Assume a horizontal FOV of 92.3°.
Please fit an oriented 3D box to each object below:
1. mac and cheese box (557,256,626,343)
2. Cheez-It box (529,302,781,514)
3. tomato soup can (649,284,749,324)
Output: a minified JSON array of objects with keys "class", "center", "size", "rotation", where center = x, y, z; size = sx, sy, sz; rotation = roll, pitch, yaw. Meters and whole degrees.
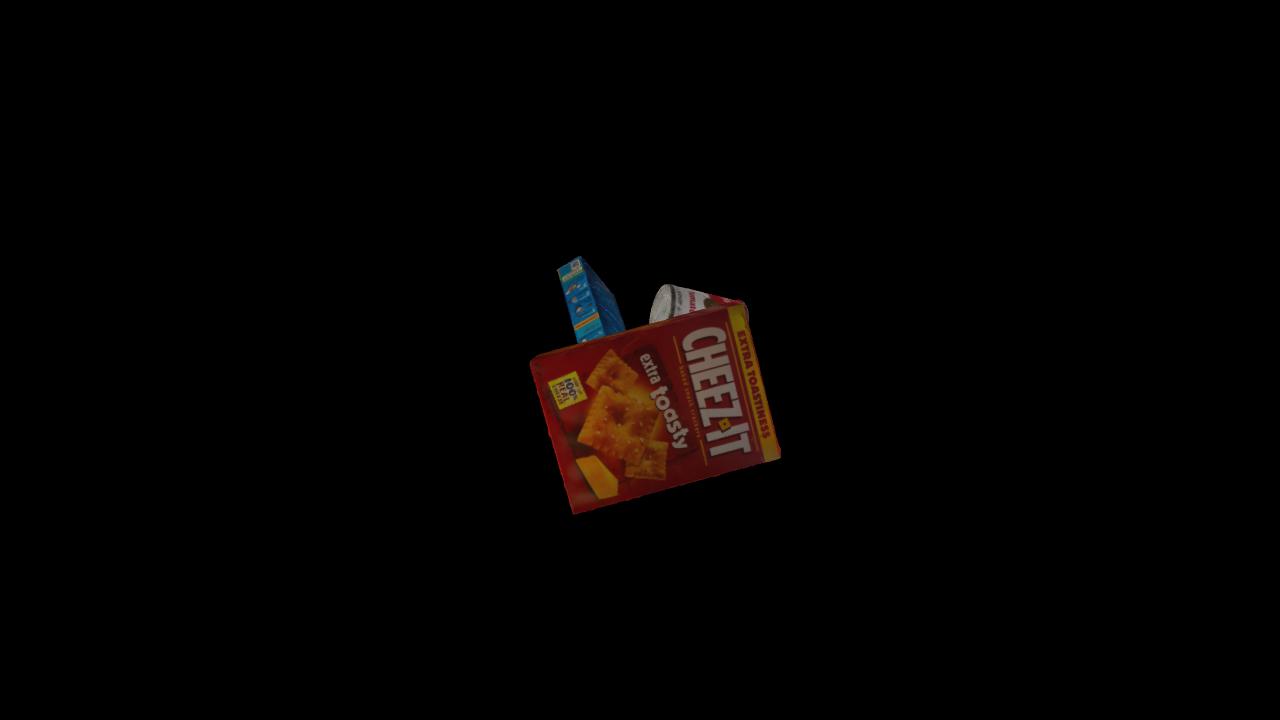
[{"class":"mac and cheese box","center":[-0.042,-0.027,0.710],"size":[0.041,0.184,0.093],"rotation":[-28,-39,11]},{"class":"Cheez-It box","center":[0.016,0.048,0.637],"size":[0.223,0.166,0.071],"rotation":[-15,7,-2]},{"class":"tomato soup can","center":[0.069,-0.049,0.735],"size":[0.101,0.068,0.068],"rotation":[11,-4,-18]}]
